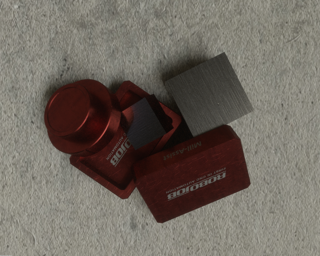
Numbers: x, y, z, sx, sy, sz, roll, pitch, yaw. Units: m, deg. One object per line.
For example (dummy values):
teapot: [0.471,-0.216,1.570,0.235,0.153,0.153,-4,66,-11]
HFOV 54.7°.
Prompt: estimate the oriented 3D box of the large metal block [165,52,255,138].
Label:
large metal block: [0.060,-0.039,0.399,0.080,0.050,0.080,-27,90,0]

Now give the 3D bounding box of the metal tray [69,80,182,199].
metal tray: [-0.043,0.015,0.407,0.090,0.030,0.130,35,90,0]

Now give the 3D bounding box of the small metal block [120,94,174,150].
small metal block: [-0.019,-0.007,0.388,0.050,0.025,0.050,-29,93,28]

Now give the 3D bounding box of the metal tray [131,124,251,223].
metal tray: [0.041,0.060,0.386,0.131,0.030,0.090,-23,126,0]

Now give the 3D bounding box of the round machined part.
round machined part: [-0.101,-0.016,0.381,0.098,0.042,0.098,-8,70,22]
